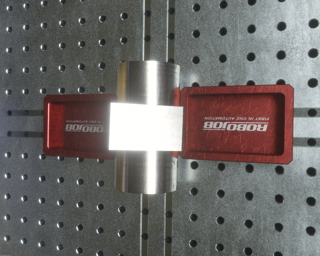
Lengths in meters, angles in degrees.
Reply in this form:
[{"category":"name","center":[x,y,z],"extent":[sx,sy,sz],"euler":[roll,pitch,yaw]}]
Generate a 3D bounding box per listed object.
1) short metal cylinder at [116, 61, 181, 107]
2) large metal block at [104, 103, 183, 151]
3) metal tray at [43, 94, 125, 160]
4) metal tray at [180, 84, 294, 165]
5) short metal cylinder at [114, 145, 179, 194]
[{"category":"short metal cylinder","center":[-0.015,-0.051,0.388],"extent":[0.080,0.080,0.050],"euler":[2,91,20]},{"category":"large metal block","center":[-0.024,-0.001,0.376],"extent":[0.081,0.080,0.050],"euler":[2,91,-14]},{"category":"metal tray","center":[-0.105,-0.003,0.446],"extent":[0.130,0.030,0.089],"euler":[1,90,19]},{"category":"metal tray","center":[0.091,-0.005,0.377],"extent":[0.130,0.030,0.089],"euler":[1,90,19]},{"category":"short metal cylinder","center":[-0.017,0.049,0.389],"extent":[0.080,0.080,0.050],"euler":[2,91,20]}]
